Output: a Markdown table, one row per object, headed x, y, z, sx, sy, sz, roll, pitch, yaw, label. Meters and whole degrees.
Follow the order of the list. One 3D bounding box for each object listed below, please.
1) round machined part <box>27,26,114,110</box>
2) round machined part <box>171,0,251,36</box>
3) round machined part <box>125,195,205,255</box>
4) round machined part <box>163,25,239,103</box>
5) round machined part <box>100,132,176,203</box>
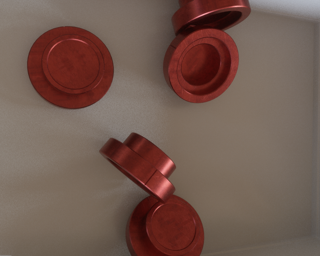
| x | y | z | sx | sy | sz | roll | pitch | yaw | label |
| --- | --- | --- | --- | --- | --- | --- | --- | --- | --- |
| -0.103 | -0.071 | 0.364 | 0.099 | 0.042 | 0.097 | 0 | 90 | -21 | round machined part |
| 0.062 | -0.152 | 0.396 | 0.099 | 0.098 | 0.042 | -14 | 89 | -20 | round machined part |
| 0.010 | 0.127 | 0.383 | 0.099 | 0.042 | 0.098 | 10 | 55 | -15 | round machined part |
| 0.050 | -0.086 | 0.408 | 0.099 | 0.042 | 0.097 | -10 | 120 | -17 | round machined part |
| -0.020 | 0.042 | 0.365 | 0.098 | 0.098 | 0.042 | 43 | 76 | -16 | round machined part |
